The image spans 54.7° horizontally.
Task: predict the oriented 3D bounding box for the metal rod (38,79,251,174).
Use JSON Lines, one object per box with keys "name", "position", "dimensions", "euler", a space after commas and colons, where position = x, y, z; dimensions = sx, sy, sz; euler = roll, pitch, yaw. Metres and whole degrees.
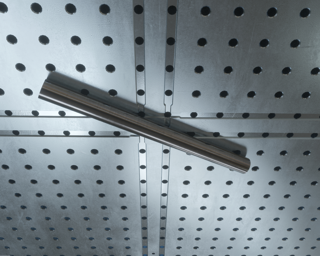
{"name": "metal rod", "position": [-0.007, 0.005, 0.416], "dimensions": [0.302, 0.025, 0.025], "euler": [21, 127, -18]}
